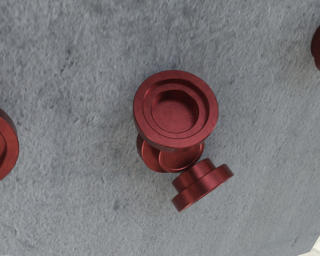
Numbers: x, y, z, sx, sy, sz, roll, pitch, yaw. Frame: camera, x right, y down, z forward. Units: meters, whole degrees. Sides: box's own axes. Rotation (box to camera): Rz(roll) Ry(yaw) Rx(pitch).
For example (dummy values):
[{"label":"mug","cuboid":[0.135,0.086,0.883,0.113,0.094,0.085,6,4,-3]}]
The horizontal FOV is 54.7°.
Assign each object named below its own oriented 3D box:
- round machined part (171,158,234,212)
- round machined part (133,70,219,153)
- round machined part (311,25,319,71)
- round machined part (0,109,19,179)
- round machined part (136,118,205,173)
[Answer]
[{"label":"round machined part","cuboid":[0.057,0.080,0.459,0.098,0.042,0.098,-32,164,-10]},{"label":"round machined part","cuboid":[0.017,-0.017,0.373,0.099,0.098,0.042,-25,165,-14]},{"label":"round machined part","cuboid":[0.269,-0.129,0.466,0.099,0.042,0.097,-14,125,-21]},{"label":"round machined part","cuboid":[-0.192,0.013,0.299,0.099,0.042,0.097,-14,125,-21]},{"label":"round machined part","cuboid":[0.021,0.022,0.423,0.099,0.042,0.097,-14,124,-21]}]
